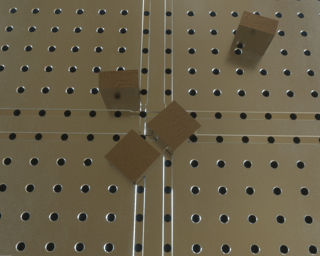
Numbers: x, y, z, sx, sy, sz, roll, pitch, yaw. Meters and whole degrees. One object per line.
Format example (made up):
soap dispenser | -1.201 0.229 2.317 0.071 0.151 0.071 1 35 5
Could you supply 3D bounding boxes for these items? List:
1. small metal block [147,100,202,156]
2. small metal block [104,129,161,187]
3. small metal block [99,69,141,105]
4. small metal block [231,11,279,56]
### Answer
small metal block | 0.018 0.000 0.412 0.050 0.025 0.050 -42 76 -14
small metal block | -0.034 0.038 0.397 0.050 0.025 0.050 40 75 13
small metal block | -0.053 -0.054 0.418 0.050 0.050 0.025 -4 70 -2
small metal block | 0.137 -0.137 0.450 0.050 0.050 0.025 19 71 6
